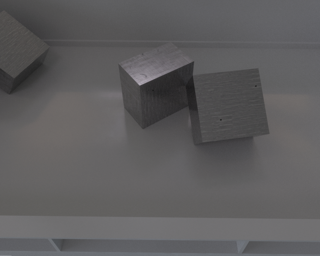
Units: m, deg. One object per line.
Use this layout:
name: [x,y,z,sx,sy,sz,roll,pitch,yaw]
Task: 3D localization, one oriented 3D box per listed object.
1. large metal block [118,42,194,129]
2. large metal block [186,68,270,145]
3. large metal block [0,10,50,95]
large metal block: [-0.004,-0.057,0.417,0.081,0.080,0.050,-28,55,-21]
large metal block: [0.081,-0.025,0.387,0.081,0.050,0.080,-7,84,-6]
large metal block: [-0.226,-0.111,0.457,0.080,0.050,0.080,39,53,-12]
